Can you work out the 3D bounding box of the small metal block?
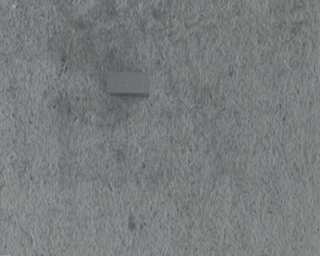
[{"bbox_3d":[-0.039,-0.055,0.397,0.050,0.050,0.025,0,90,-1],"label":"small metal block"}]
